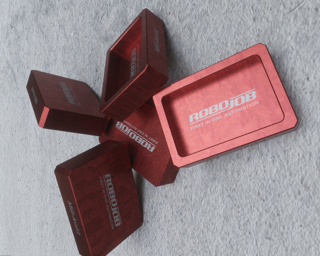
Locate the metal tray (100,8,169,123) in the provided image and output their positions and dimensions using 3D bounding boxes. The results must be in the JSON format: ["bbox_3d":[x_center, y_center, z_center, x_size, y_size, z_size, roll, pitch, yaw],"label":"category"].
[{"bbox_3d":[-0.034,-0.081,0.391,0.090,0.030,0.130,-38,38,33],"label":"metal tray"}]

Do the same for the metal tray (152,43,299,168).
[{"bbox_3d":[0.065,-0.019,0.327,0.130,0.030,0.090,-23,75,22],"label":"metal tray"}]

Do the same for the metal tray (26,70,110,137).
[{"bbox_3d":[-0.138,-0.038,0.455,0.130,0.091,0.030,48,120,48],"label":"metal tray"}]

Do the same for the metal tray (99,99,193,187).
[{"bbox_3d":[-0.023,0.008,0.420,0.130,0.030,0.089,32,110,35],"label":"metal tray"}]

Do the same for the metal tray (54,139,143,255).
[{"bbox_3d":[-0.073,0.091,0.396,0.030,0.091,0.129,7,115,40],"label":"metal tray"}]
